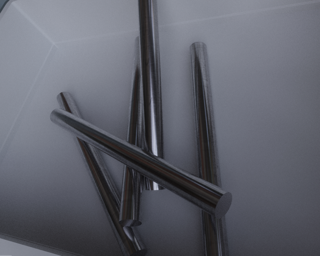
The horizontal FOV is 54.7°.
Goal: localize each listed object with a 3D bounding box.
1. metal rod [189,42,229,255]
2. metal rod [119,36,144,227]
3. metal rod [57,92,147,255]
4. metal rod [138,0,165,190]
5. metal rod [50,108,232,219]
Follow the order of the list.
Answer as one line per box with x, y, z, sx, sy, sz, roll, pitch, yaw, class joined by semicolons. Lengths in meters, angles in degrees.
0.055;0.012;0.369;0.025;0.025;0.299;-13;56;21;metal rod
-0.031;-0.019;0.422;0.025;0.025;0.300;-14;52;20;metal rod
-0.093;0.044;0.428;0.025;0.025;0.300;-38;51;3;metal rod
-0.012;-0.076;0.383;0.025;0.025;0.298;-6;83;25;metal rod
-0.049;0.025;0.367;0.300;0.025;0.025;22;74;41;metal rod
